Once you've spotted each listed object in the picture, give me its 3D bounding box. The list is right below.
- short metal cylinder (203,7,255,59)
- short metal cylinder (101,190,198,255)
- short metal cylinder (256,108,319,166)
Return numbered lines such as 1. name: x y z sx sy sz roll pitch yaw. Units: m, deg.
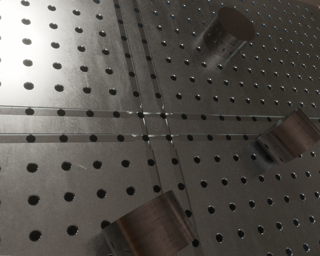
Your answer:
1. short metal cylinder: 0.126 -0.174 0.569 0.081 0.050 0.080 14 56 -21
2. short metal cylinder: -0.010 0.103 0.306 0.081 0.080 0.050 -21 73 -36
3. short metal cylinder: 0.196 0.013 0.473 0.081 0.080 0.050 -31 80 -38
